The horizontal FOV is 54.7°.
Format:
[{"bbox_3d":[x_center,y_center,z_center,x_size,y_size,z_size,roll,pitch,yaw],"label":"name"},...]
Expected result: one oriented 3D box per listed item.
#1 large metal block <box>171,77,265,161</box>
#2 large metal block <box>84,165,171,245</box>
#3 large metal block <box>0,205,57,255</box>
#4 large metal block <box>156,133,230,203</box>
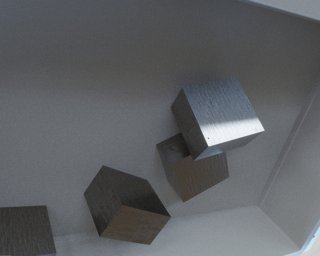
[{"bbox_3d":[0.071,-0.012,0.397,0.081,0.080,0.050,-14,159,-21],"label":"large metal block"},{"bbox_3d":[-0.045,0.103,0.414,0.080,0.080,0.050,26,104,-38],"label":"large metal block"},{"bbox_3d":[-0.175,0.139,0.364,0.081,0.080,0.050,6,116,-31],"label":"large metal block"},{"bbox_3d":[0.049,0.049,0.452,0.080,0.050,0.080,-26,128,-13],"label":"large metal block"}]
